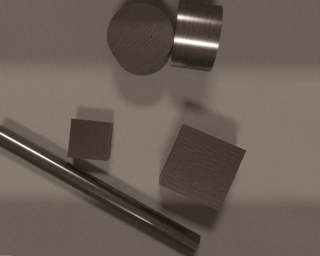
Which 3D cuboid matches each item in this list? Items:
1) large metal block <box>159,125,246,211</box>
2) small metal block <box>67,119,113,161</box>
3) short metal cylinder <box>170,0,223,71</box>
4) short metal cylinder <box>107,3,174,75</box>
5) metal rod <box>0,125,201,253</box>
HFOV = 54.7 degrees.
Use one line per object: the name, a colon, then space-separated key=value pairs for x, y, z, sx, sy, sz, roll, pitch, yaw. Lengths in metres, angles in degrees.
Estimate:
large metal block: x=0.052 y=0.048 z=0.400 sx=0.080 sy=0.050 sz=0.080 roll=23 pitch=90 yaw=-1
small metal block: x=-0.091 y=0.015 z=0.410 sx=0.050 sy=0.025 sz=0.050 roll=6 pitch=90 yaw=-1
short metal cylinder: x=0.043 y=-0.113 z=0.384 sx=0.050 sy=0.080 sz=0.080 roll=8 pitch=90 yaw=0
short metal cylinder: x=-0.024 y=-0.111 z=0.399 sx=0.081 sy=0.050 sz=0.079 roll=0 pitch=90 yaw=-1
metal rod: x=-0.084 y=0.081 z=0.410 sx=0.301 sy=0.025 sz=0.025 roll=29 pitch=90 yaw=-1
